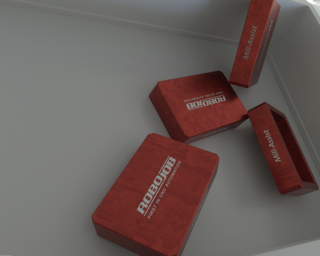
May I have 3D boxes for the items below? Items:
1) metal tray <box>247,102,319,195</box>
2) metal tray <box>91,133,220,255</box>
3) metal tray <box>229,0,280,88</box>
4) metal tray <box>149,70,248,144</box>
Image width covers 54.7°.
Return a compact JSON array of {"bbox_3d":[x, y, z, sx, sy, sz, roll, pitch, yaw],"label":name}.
[{"bbox_3d":[0.182,0.032,0.458,0.090,0.030,0.130,16,51,-49],"label":"metal tray"},{"bbox_3d":[0.001,0.070,0.335,0.090,0.030,0.130,18,49,18],"label":"metal tray"},{"bbox_3d":[0.150,-0.132,0.486,0.030,0.129,0.090,20,20,22],"label":"metal tray"},{"bbox_3d":[0.060,-0.033,0.454,0.131,0.030,0.090,-16,70,-34],"label":"metal tray"}]
